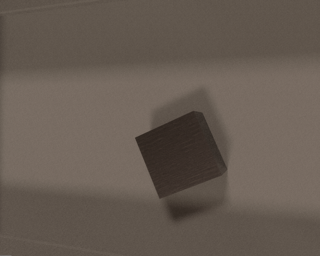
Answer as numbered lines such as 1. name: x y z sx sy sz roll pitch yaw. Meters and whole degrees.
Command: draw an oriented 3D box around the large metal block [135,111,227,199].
1. large metal block: 0.028 0.032 0.387 0.080 0.050 0.080 -25 82 18
